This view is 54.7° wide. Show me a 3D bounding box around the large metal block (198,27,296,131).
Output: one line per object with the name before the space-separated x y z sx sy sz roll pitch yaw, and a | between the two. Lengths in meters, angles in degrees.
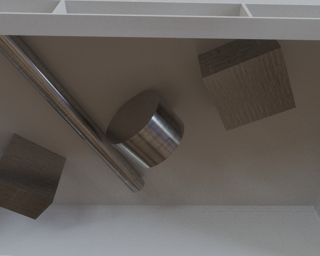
large metal block | 0.097 -0.053 0.349 0.080 0.050 0.080 -20 128 16

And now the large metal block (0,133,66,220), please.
large metal block | -0.187 0.067 0.427 0.080 0.080 0.050 32 123 -25

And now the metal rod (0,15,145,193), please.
metal rod | -0.105 -0.010 0.399 0.025 0.025 0.299 -22 127 17

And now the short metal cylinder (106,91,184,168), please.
short metal cylinder | -0.018 0.002 0.374 0.080 0.080 0.050 -30 124 22
